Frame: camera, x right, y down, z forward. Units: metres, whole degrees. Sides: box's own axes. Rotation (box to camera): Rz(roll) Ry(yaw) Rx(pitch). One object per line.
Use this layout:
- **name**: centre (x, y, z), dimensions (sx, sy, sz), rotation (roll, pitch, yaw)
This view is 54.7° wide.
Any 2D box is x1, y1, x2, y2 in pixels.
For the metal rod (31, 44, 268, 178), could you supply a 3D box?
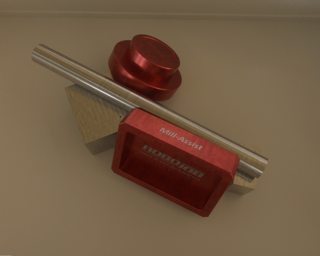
- **metal rod**: centre (-0.019, -0.024, 0.362), dimensions (0.301, 0.025, 0.025), rotation (28, 72, 9)

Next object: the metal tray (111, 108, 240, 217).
- **metal tray**: centre (0.012, 0.042, 0.355), dimensions (0.130, 0.089, 0.030), rotation (25, 45, 8)

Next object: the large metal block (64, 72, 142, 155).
- **large metal block**: centre (-0.066, -0.022, 0.402), dimensions (0.080, 0.050, 0.080), rotation (-21, 72, -8)

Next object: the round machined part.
- **round machined part**: centre (-0.013, -0.084, 0.402), dimensions (0.099, 0.042, 0.098), rotation (22, 39, -18)

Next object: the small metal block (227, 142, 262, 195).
- **small metal block**: centre (0.100, 0.051, 0.377), dimensions (0.025, 0.050, 0.050), rotation (14, 71, 5)
